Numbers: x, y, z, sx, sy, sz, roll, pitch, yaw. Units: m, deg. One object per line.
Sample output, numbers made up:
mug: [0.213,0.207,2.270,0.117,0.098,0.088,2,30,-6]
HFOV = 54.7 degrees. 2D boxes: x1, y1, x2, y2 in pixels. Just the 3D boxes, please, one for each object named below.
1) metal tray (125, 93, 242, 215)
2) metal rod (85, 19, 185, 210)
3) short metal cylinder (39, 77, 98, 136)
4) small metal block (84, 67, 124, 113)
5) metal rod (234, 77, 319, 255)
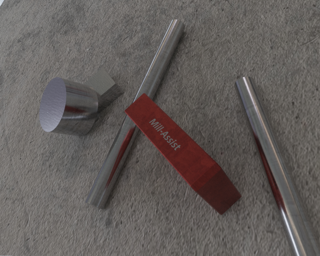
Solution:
metal tray: [0.023,0.026,0.333,0.030,0.090,0.130,-43,51,-1]
metal rod: [-0.027,-0.032,0.437,0.025,0.025,0.300,10,66,32]
short metal cylinder: [-0.136,-0.030,0.459,0.080,0.050,0.080,-12,73,43]
small metal block: [-0.093,-0.060,0.490,0.050,0.025,0.050,-40,51,1]
metal rod: [0.122,0.067,0.298,0.025,0.025,0.299,-20,54,16]
